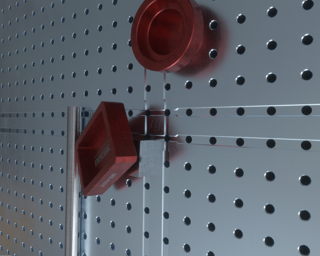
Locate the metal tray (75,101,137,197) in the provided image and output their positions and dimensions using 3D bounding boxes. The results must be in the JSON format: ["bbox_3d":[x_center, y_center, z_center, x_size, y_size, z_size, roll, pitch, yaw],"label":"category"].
[{"bbox_3d":[-0.083,0.033,0.442,0.129,0.030,0.090,-46,52,45],"label":"metal tray"}]

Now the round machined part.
[{"bbox_3d":[0.013,-0.117,0.386,0.098,0.042,0.097,0,90,39],"label":"round machined part"}]

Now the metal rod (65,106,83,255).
[{"bbox_3d":[-0.147,0.113,0.527,0.025,0.025,0.298,3,92,39],"label":"metal rod"}]

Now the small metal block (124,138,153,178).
[{"bbox_3d":[-0.039,0.040,0.439,0.050,0.025,0.050,5,93,39],"label":"small metal block"}]
